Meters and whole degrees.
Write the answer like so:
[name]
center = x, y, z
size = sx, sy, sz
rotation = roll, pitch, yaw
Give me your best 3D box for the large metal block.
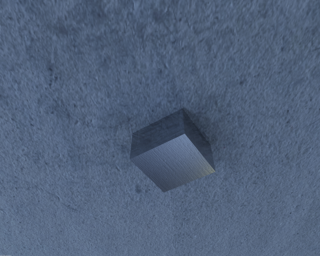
[large metal block]
center = 0.017, 0.032, 0.418
size = 0.080, 0.050, 0.080
rotation = -26, 126, 20
